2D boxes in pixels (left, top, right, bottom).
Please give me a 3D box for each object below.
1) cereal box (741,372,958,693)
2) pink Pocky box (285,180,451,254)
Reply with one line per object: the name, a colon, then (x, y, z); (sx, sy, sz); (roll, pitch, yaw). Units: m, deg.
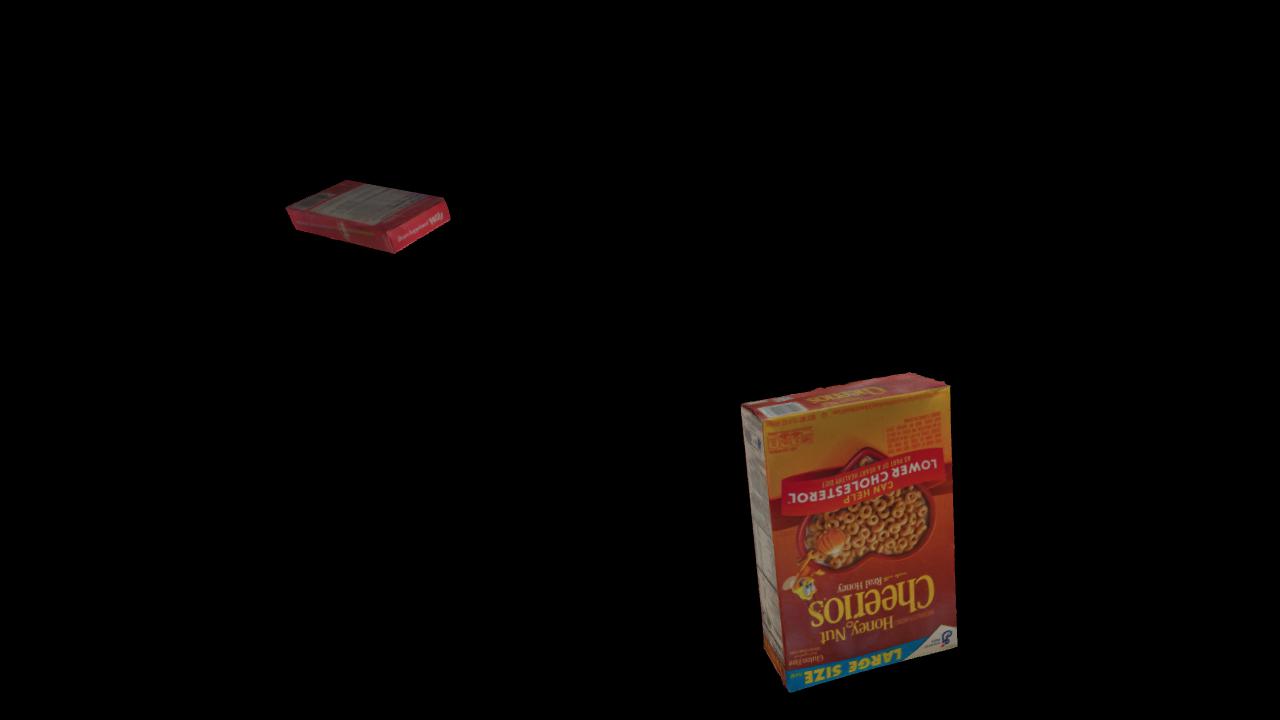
cereal box: (0.226, 0.181, 0.656); (0.203, 0.306, 0.081); (-9, 11, -9)
pink Pocky box: (-0.289, -0.155, 0.655); (0.155, 0.029, 0.084); (15, 42, 24)
